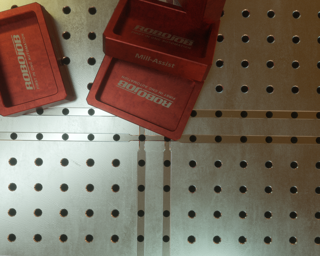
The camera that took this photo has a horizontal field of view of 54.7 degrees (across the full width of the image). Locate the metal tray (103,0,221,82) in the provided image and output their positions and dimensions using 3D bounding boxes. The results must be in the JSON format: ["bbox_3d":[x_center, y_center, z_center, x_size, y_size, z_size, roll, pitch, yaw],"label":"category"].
[{"bbox_3d":[0.004,-0.116,0.389,0.131,0.030,0.090,16,58,-1],"label":"metal tray"}]

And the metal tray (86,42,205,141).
[{"bbox_3d":[-0.019,-0.048,0.410,0.131,0.030,0.090,23,90,-1],"label":"metal tray"}]

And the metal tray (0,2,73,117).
[{"bbox_3d":[-0.179,-0.088,0.408,0.091,0.030,0.129,-16,90,-1],"label":"metal tray"}]

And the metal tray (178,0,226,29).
[{"bbox_3d":[0.031,-0.195,0.363,0.030,0.090,0.130,-28,75,-10],"label":"metal tray"}]
